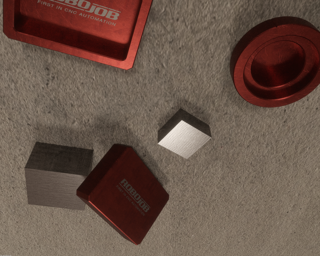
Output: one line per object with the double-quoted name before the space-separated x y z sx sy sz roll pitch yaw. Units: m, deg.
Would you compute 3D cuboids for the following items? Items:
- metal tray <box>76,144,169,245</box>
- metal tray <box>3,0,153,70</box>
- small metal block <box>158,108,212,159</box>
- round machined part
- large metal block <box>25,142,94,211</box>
"metal tray" -0.047 0.097 0.446 0.030 0.090 0.130 9 143 44
"metal tray" -0.079 -0.117 0.302 0.131 0.030 0.089 13 129 -12
"small metal block" 0.032 0.009 0.415 0.050 0.025 0.050 29 124 -23
"round machined part" 0.125 -0.073 0.336 0.099 0.042 0.097 -1 130 0
"large metal block" -0.144 0.071 0.449 0.081 0.050 0.079 9 130 -8
